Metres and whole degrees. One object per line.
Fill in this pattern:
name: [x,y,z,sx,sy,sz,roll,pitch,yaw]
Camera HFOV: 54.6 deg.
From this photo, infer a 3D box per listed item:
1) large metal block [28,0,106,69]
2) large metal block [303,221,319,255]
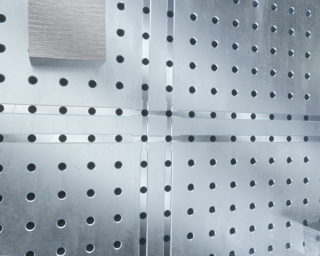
large metal block: [-0.108,-0.115,0.359,0.081,0.050,0.080,-1,91,-20]
large metal block: [0.290,0.183,0.490,0.081,0.080,0.050,-4,92,-20]
